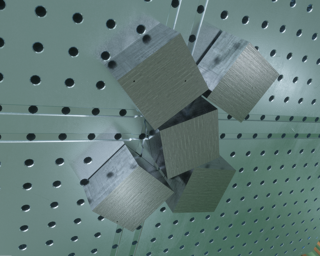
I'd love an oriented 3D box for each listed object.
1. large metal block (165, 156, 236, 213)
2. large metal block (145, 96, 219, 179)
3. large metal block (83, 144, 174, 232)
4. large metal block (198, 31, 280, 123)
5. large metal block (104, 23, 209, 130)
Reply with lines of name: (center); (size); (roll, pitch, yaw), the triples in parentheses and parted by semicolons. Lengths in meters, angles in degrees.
large metal block: (0.056, 0.081, 0.475); (0.081, 0.050, 0.080); (9, 114, -33)
large metal block: (0.031, 0.010, 0.416); (0.081, 0.050, 0.080); (-21, 127, -16)
large metal block: (-0.042, 0.083, 0.420); (0.080, 0.050, 0.080); (-44, 129, 2)
large metal block: (0.095, -0.065, 0.404); (0.080, 0.050, 0.080); (28, 103, -40)
large metal block: (-0.003, -0.059, 0.356); (0.080, 0.050, 0.080); (-38, 129, -2)
